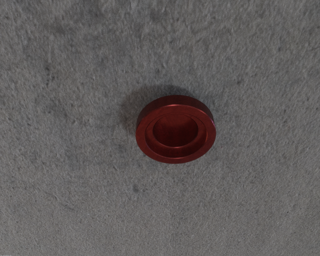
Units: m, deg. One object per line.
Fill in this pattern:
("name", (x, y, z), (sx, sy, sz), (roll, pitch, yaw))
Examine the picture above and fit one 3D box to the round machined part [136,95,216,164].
("round machined part", (0.019, -0.003, 0.394), (0.099, 0.042, 0.097), (-1, 130, 0))
